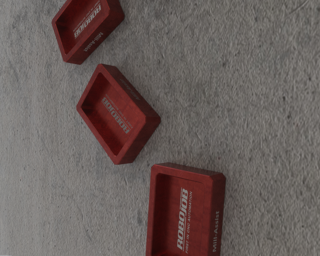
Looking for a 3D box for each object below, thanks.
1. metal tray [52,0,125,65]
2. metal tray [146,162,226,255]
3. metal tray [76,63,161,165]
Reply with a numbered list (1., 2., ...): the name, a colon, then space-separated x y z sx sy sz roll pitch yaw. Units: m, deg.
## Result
1. metal tray: -0.121 -0.175 0.501 0.130 0.030 0.090 -33 69 35
2. metal tray: 0.029 0.113 0.378 0.090 0.030 0.129 6 94 39
3. metal tray: -0.066 -0.022 0.456 0.130 0.030 0.089 49 119 28
